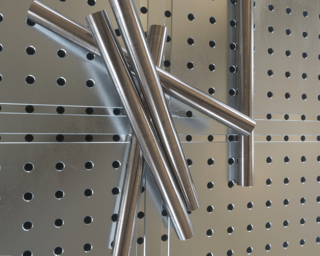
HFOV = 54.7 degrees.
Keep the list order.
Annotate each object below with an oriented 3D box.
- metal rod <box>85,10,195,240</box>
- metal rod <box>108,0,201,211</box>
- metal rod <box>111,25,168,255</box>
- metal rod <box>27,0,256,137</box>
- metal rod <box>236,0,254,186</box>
[{"bbox_3d":[-0.017,0.009,0.378,0.025,0.025,0.298,-27,107,-18],"label":"metal rod"},{"bbox_3d":[-0.001,-0.022,0.374,0.025,0.025,0.298,-27,114,-18],"label":"metal rod"},{"bbox_3d":[-0.026,0.014,0.404,0.025,0.025,0.298,11,86,-20],"label":"metal rod"},{"bbox_3d":[-0.015,-0.068,0.382,0.301,0.025,0.025,28,81,-9],"label":"metal rod"},{"bbox_3d":[0.127,-0.064,0.460,0.025,0.025,0.298,0,90,-20],"label":"metal rod"}]
